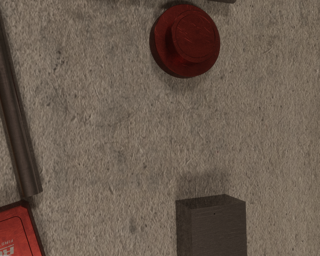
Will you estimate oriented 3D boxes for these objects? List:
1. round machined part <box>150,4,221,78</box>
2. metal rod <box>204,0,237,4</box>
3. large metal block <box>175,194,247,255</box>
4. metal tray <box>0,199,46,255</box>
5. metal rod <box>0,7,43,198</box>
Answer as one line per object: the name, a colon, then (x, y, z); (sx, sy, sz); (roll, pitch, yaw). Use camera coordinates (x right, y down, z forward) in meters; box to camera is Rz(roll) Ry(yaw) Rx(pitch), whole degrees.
round machined part: (0.039, -0.118, 0.415); (0.099, 0.042, 0.097); (0, 90, -21)
metal rod: (-0.034, -0.189, 0.396); (0.303, 0.025, 0.025); (-2, 91, -21)
large metal block: (0.069, 0.139, 0.423); (0.081, 0.050, 0.079); (-2, 91, -20)
metal tray: (-0.198, 0.143, 0.333); (0.131, 0.030, 0.089); (-17, 96, -20)
metal rod: (-0.176, -0.070, 0.343); (0.025, 0.025, 0.298); (-13, 95, -20)
